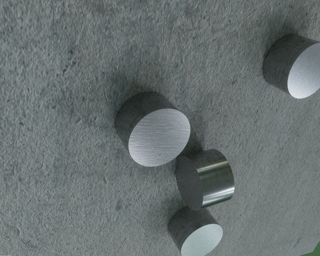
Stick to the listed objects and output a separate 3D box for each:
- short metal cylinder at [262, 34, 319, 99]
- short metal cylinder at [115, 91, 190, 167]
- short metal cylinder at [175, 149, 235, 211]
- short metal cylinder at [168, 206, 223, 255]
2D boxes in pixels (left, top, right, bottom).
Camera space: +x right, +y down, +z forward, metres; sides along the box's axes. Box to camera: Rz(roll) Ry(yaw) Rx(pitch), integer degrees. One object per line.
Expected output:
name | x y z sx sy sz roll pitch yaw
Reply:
short metal cylinder | 0.196 -0.089 0.442 0.081 0.050 0.079 -14 124 -21
short metal cylinder | -0.010 0.001 0.386 0.081 0.050 0.079 -14 124 -21
short metal cylinder | 0.063 0.074 0.451 0.050 0.080 0.079 -11 123 -23
short metal cylinder | 0.060 0.178 0.533 0.081 0.050 0.079 -14 124 -21
